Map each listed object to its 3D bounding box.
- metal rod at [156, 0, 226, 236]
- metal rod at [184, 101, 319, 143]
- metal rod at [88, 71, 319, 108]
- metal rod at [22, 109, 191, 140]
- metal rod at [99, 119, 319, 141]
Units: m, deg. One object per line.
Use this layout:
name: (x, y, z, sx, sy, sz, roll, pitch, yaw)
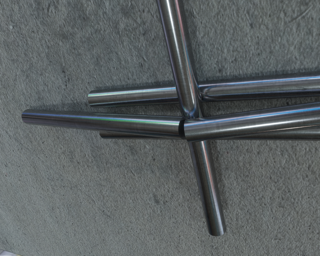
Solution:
metal rod: (0.043, 0.006, 0.356, 0.025, 0.025, 0.298, -1, 118, 28)
metal rod: (0.170, -0.015, 0.277, 0.301, 0.025, 0.025, -8, 115, 20)
metal rod: (0.041, -0.042, 0.359, 0.300, 0.025, 0.025, -1, 118, 28)
metal rod: (-0.094, -0.009, 0.418, 0.300, 0.025, 0.025, 4, 121, 36)
metal rod: (0.053, 0.002, 0.380, 0.300, 0.025, 0.025, -1, 118, 28)
